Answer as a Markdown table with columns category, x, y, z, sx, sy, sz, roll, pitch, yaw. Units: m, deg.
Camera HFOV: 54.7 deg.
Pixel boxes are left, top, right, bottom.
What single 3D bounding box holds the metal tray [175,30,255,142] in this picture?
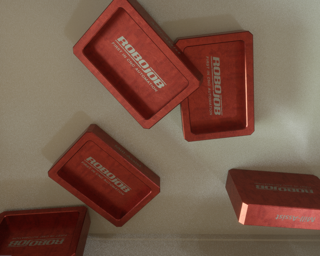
| category | x | y | z | sx | sy | sz | roll | pitch | yaw |
| --- | --- | --- | --- | --- | --- | --- | --- | --- | --- |
| metal tray | 0.069 | -0.051 | 0.390 | 0.091 | 0.030 | 0.129 | -7 | 110 | 2 |

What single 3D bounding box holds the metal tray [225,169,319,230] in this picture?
| category | x | y | z | sx | sy | sz | roll | pitch | yaw |
| --- | --- | --- | --- | --- | --- | --- | --- | --- | --- |
| metal tray | 0.162 | 0.093 | 0.413 | 0.131 | 0.090 | 0.030 | 5 | 110 | -2 |

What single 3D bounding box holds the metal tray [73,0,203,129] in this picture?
| category | x | y | z | sx | sy | sz | roll | pitch | yaw |
| --- | --- | --- | --- | --- | --- | --- | --- | --- | --- |
| metal tray | -0.025 | -0.074 | 0.360 | 0.090 | 0.030 | 0.130 | -40 | 97 | 25 |

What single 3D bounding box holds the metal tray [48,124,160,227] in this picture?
| category | x | y | z | sx | sy | sz | roll | pitch | yaw |
| --- | --- | --- | --- | --- | --- | --- | --- | --- | --- |
| metal tray | -0.075 | 0.069 | 0.432 | 0.130 | 0.030 | 0.090 | 42 | 104 | -14 |

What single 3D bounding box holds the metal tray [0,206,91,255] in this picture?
| category | x | y | z | sx | sy | sz | roll | pitch | yaw |
| --- | --- | --- | --- | --- | --- | --- | --- | --- | --- |
| metal tray | -0.170 | 0.154 | 0.429 | 0.131 | 0.090 | 0.030 | -4 | 119 | 1 |
